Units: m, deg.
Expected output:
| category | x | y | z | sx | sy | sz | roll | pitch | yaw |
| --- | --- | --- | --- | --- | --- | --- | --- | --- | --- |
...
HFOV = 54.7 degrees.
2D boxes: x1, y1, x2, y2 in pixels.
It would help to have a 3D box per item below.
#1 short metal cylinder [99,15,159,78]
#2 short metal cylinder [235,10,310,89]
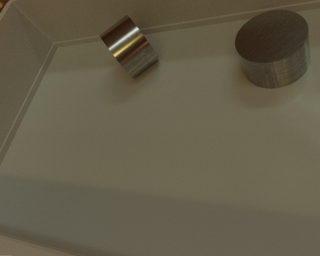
| category | x | y | z | sx | sy | sz | roll | pitch | yaw |
| --- | --- | --- | --- | --- | --- | --- | --- | --- | --- |
| short metal cylinder | -0.046 | -0.122 | 0.470 | 0.050 | 0.080 | 0.080 | -37 | 51 | 4 |
| short metal cylinder | 0.137 | -0.095 | 0.376 | 0.080 | 0.050 | 0.080 | -13 | 56 | 21 |
